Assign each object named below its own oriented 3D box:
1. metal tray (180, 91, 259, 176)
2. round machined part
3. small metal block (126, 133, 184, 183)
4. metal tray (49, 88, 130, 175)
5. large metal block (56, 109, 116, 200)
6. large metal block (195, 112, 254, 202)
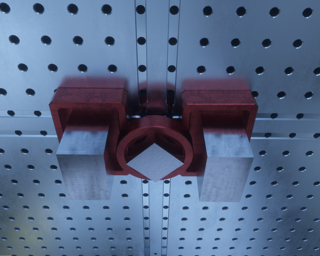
[{"bbox_3d":[0.072,0.012,0.418,0.091,0.030,0.129,0,130,0],"label":"metal tray"},{"bbox_3d":[-0.007,0.022,0.407,0.099,0.042,0.097,0,130,0],"label":"round machined part"},{"bbox_3d":[-0.006,0.036,0.389,0.050,0.025,0.050,37,121,-27],"label":"small metal block"},{"bbox_3d":[-0.086,0.010,0.414,0.091,0.030,0.129,0,130,-1],"label":"metal tray"},{"bbox_3d":[-0.086,0.033,0.385,0.050,0.080,0.079,1,130,-1],"label":"large metal block"},{"bbox_3d":[0.075,0.036,0.389,0.050,0.080,0.079,1,130,-1],"label":"large metal block"}]
